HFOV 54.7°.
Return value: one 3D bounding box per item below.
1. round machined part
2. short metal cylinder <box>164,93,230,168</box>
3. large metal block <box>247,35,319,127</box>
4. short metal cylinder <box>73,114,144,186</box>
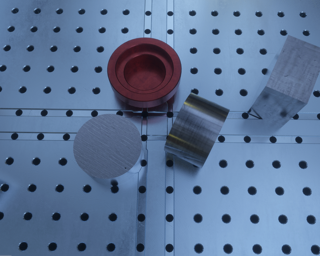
[{"bbox_3d":[-0.020,-0.072,0.429,0.099,0.042,0.098,0,70,0],"label":"round machined part"},{"bbox_3d":[0.046,0.003,0.382,0.050,0.080,0.080,26,72,9],"label":"short metal cylinder"},{"bbox_3d":[0.163,-0.058,0.405,0.050,0.080,0.080,26,72,9],"label":"large metal block"},{"bbox_3d":[-0.062,0.028,0.387,0.081,0.050,0.080,0,70,0],"label":"short metal cylinder"}]
